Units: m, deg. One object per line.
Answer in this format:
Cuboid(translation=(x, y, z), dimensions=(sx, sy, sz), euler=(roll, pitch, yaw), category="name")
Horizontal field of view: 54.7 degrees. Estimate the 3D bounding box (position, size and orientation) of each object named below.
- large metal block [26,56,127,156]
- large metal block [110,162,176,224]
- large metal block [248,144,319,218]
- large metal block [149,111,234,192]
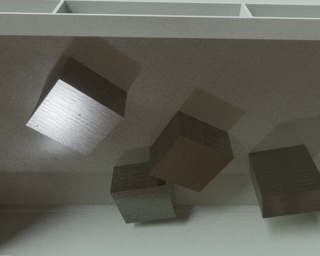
Cuboid(translation=(-0.097, -0.024, 0.371), dimensions=(0.080, 0.050, 0.080), euler=(32, 123, -25), category="large metal block")
Cuboid(translation=(-0.023, 0.099, 0.477), dimensions=(0.080, 0.050, 0.080), euler=(-10, 130, 7), category="large metal block")
Cuboid(translation=(0.176, 0.075, 0.439), dimensions=(0.080, 0.080, 0.050), euler=(-10, 130, 8), category="large metal block")
Cuboid(translation=(0.040, 0.034, 0.423), dimensions=(0.080, 0.050, 0.080), euler=(23, 126, -19), category="large metal block")
